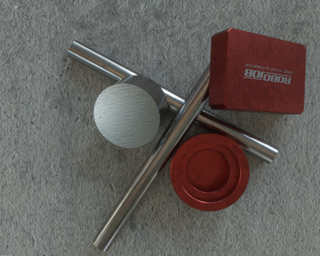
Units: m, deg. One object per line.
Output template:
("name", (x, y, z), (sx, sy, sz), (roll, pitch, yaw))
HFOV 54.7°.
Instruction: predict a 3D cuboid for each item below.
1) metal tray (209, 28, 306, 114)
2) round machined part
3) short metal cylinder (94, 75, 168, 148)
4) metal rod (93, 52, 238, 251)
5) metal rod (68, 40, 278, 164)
("metal tray", (0.123, -0.064, 0.381), (0.131, 0.030, 0.089), (2, 90, -28))
("round machined part", (0.062, 0.055, 0.403), (0.099, 0.042, 0.097), (0, 90, 0))
("short metal cylinder", (-0.034, -0.022, 0.385), (0.080, 0.050, 0.079), (4, 111, 11))
("metal rod", (0.004, 0.030, 0.394), (0.025, 0.025, 0.299), (33, 96, 0))
("metal rod", (0.017, -0.034, 0.412), (0.301, 0.025, 0.025), (28, 90, 0))
